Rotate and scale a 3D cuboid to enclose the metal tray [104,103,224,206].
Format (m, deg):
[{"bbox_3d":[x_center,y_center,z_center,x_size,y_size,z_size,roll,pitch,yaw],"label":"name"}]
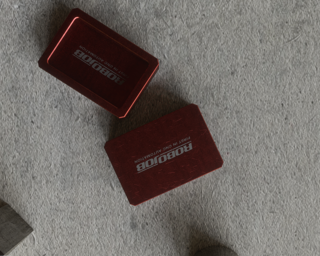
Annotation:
[{"bbox_3d":[0.005,0.034,0.407,0.131,0.030,0.090,-24,90,0],"label":"metal tray"}]

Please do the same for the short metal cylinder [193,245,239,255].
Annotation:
[{"bbox_3d":[0.077,0.200,0.398,0.081,0.050,0.079,0,90,0],"label":"short metal cylinder"}]

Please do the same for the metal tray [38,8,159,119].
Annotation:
[{"bbox_3d":[-0.078,-0.082,0.406,0.130,0.030,0.090,33,90,0],"label":"metal tray"}]

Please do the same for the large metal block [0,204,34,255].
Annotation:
[{"bbox_3d":[-0.218,0.149,0.381,0.080,0.080,0.050,-44,90,0],"label":"large metal block"}]
